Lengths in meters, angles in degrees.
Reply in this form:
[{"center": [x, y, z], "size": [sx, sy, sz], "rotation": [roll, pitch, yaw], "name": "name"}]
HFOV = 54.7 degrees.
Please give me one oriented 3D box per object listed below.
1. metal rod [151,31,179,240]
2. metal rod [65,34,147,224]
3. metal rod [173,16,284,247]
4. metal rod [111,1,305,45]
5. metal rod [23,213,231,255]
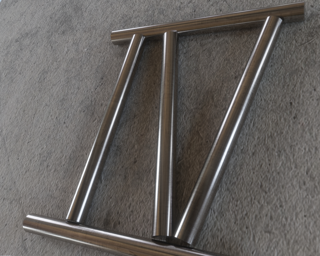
[{"center": [0.010, -0.012, 0.405], "size": [0.025, 0.025, 0.299], "rotation": [-11, 57, 22], "name": "metal rod"}, {"center": [-0.070, -0.015, 0.448], "size": [0.025, 0.025, 0.300], "rotation": [1, 62, 28], "name": "metal rod"}, {"center": [0.088, -0.011, 0.364], "size": [0.025, 0.025, 0.300], "rotation": [14, 69, 33], "name": "metal rod"}, {"center": [0.054, -0.154, 0.470], "size": [0.300, 0.025, 0.025], "rotation": [1, 62, 28], "name": "metal rod"}, {"center": [-0.040, 0.130, 0.344], "size": [0.300, 0.025, 0.025], "rotation": [1, 62, 28], "name": "metal rod"}]
